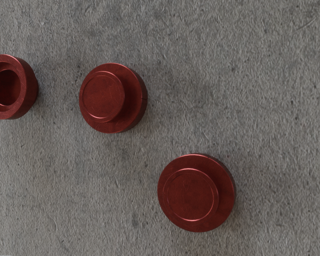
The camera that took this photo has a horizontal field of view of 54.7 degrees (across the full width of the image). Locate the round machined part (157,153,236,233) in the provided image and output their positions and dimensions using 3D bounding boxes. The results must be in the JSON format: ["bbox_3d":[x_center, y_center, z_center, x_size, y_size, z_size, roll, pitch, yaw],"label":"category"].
[{"bbox_3d":[0.042,0.081,0.385,0.098,0.042,0.097,0,90,20],"label":"round machined part"}]

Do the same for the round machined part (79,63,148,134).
[{"bbox_3d":[-0.070,-0.041,0.425,0.098,0.042,0.097,0,90,20],"label":"round machined part"}]

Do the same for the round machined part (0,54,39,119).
[{"bbox_3d":[-0.230,-0.062,0.481,0.098,0.042,0.097,0,90,20],"label":"round machined part"}]
